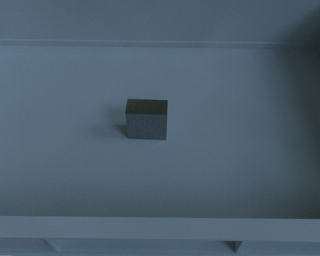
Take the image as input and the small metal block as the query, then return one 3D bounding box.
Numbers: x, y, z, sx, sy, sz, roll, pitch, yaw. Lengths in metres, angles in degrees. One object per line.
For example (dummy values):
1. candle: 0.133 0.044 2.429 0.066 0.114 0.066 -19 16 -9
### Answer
1. small metal block: -0.016 -0.010 0.397 0.050 0.050 0.025 2 50 1
